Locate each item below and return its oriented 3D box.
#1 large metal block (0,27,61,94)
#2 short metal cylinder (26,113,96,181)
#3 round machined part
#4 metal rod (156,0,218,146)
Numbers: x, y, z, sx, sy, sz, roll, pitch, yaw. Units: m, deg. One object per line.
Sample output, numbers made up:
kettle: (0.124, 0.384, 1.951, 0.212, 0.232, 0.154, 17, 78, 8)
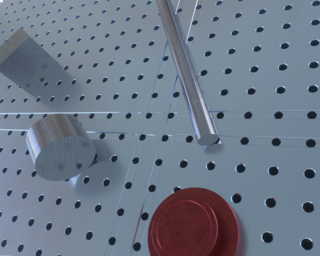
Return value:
large metal block: (-0.250, -0.124, 0.577, 0.080, 0.080, 0.050, -45, 51, -4)
short metal cylinder: (-0.136, 0.027, 0.426, 0.080, 0.080, 0.050, -40, 51, 1)
round machined part: (0.031, 0.107, 0.315, 0.098, 0.042, 0.098, -13, 56, 20)
metal rod: (0.031, -0.105, 0.455, 0.025, 0.025, 0.299, -23, 53, 14)
